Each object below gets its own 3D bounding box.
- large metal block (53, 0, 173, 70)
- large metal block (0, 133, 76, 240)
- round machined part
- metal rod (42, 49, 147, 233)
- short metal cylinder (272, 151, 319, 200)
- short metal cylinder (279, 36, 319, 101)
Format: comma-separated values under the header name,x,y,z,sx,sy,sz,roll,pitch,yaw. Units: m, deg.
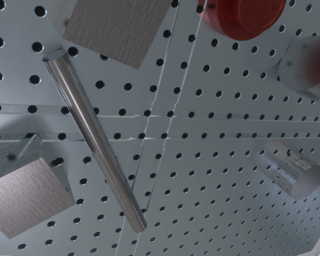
name,x,y,z,sx,sy,sz,roll,pitch,yaw
large metal block,-0.045,-0.114,0.300,0.081,0.050,0.080,17,110,-35
large metal block,-0.155,0.066,0.351,0.080,0.050,0.080,-27,128,-11
round machined part,0.109,-0.151,0.366,0.099,0.042,0.097,-14,124,-21
metal rod,-0.069,0.041,0.398,0.025,0.025,0.299,-27,128,-12
short metal cylinder,0.265,0.091,0.596,0.081,0.050,0.079,-14,124,-21
short metal cylinder,0.221,-0.084,0.444,0.050,0.080,0.080,17,110,-35
